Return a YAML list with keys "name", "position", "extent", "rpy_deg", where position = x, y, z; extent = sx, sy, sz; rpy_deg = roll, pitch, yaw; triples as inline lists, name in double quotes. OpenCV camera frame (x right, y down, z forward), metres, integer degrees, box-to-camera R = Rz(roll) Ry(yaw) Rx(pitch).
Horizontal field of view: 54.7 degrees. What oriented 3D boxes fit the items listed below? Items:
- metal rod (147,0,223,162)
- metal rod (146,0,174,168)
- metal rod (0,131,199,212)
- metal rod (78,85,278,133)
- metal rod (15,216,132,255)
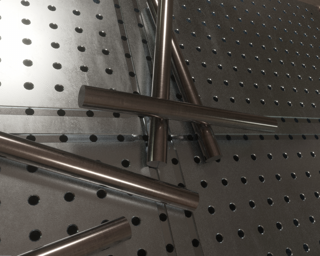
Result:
- name: "metal rod"
  position: [0.032, -0.089, 0.481]
  extent: [0.025, 0.025, 0.299]
  rpy_deg: [-4, 64, -30]
- name: "metal rod"
  position: [0.003, -0.089, 0.447]
  extent: [0.025, 0.025, 0.299]
  rpy_deg: [14, 62, -21]
- name: "metal rod"
  position: [-0.094, 0.040, 0.333]
  extent: [0.302, 0.025, 0.025]
  rpy_deg: [20, 54, -17]
- name: "metal rod"
  position: [0.045, -0.019, 0.409]
  extent: [0.302, 0.025, 0.025]
  rpy_deg: [7, 59, -31]
- name: "metal rod"
  position: [-0.159, 0.131, 0.242]
  extent: [0.303, 0.025, 0.025]
  rpy_deg: [-12, 68, -33]
